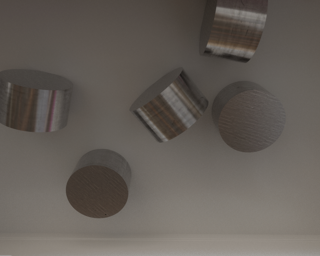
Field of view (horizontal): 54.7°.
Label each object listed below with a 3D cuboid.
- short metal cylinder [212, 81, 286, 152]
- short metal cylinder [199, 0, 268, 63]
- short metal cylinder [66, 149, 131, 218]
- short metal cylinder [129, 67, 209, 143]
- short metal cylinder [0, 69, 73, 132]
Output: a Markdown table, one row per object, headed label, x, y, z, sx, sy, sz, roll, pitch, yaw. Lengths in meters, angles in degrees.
| label | x | y | z | sx | sy | sz | roll | pitch | yaw |
| --- | --- | --- | --- | --- | --- | --- | --- | --- | --- |
| short metal cylinder | 0.110 | -0.016 | 0.394 | 0.081 | 0.050 | 0.079 | 0 | 110 | -1 |
| short metal cylinder | 0.077 | -0.116 | 0.341 | 0.050 | 0.080 | 0.079 | 9 | 110 | -4 |
| short metal cylinder | -0.082 | 0.075 | 0.425 | 0.081 | 0.050 | 0.079 | 0 | 110 | -1 |
| short metal cylinder | 0.010 | -0.028 | 0.372 | 0.080 | 0.080 | 0.050 | -37 | 106 | 12 |
| short metal cylinder | -0.148 | -0.034 | 0.367 | 0.081 | 0.080 | 0.050 | 13 | 110 | -5 |
